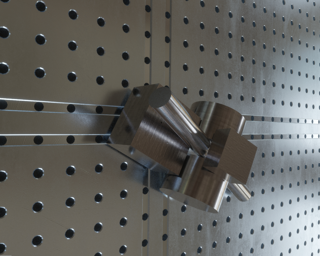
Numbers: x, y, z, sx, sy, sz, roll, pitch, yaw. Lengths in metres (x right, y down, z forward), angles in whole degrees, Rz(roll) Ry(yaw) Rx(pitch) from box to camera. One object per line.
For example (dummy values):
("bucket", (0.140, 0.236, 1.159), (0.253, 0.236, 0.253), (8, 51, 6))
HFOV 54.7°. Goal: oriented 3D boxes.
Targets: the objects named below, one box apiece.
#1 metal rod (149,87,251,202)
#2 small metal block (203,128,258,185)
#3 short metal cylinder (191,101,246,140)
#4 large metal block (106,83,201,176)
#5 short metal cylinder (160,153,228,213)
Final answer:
("metal rod", (0.071, 0.041, 0.413), (0.300, 0.025, 0.025), (45, 62, -48))
("small metal block", (0.085, 0.035, 0.374), (0.050, 0.025, 0.050), (32, 70, -26))
("short metal cylinder", (0.073, 0.004, 0.431), (0.080, 0.080, 0.050), (34, 69, -35))
("large metal block", (-0.005, 0.003, 0.381), (0.080, 0.050, 0.080), (36, 68, -34))
("short metal cylinder", (0.046, 0.073, 0.408), (0.080, 0.080, 0.050), (37, 67, -34))
